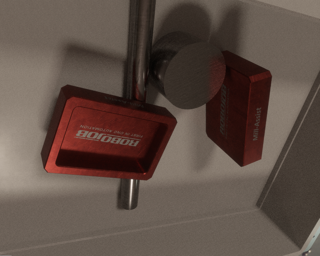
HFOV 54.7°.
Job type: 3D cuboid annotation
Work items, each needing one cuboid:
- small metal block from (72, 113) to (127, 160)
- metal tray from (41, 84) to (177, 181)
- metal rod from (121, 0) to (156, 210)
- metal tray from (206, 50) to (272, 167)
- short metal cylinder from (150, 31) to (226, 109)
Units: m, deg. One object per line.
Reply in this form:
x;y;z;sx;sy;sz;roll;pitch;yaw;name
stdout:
-0.075;0.013;0.377;0.050;0.025;0.050;12;112;-34;small metal block
-0.055;0.011;0.349;0.131;0.030;0.089;11;113;-33;metal tray
-0.030;-0.018;0.382;0.025;0.025;0.298;-8;122;-25;metal rod
0.097;-0.025;0.405;0.030;0.090;0.129;-18;126;-18;metal tray
0.030;-0.069;0.368;0.081;0.050;0.079;-14;125;-21;short metal cylinder
